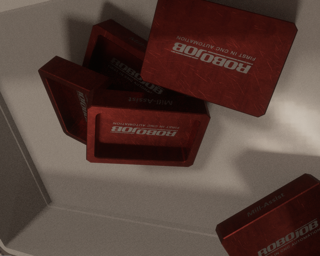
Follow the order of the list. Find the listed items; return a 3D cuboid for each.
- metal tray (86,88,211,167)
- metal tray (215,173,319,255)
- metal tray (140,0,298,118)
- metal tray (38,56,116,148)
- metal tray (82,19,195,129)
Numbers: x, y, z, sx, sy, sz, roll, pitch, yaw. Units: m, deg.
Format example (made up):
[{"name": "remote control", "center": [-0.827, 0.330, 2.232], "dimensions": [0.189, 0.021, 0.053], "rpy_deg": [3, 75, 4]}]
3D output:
[{"name": "metal tray", "center": [-0.017, 0.003, 0.360], "dimensions": [0.131, 0.030, 0.089], "rpy_deg": [4, 133, -10]}, {"name": "metal tray", "center": [0.144, 0.124, 0.363], "dimensions": [0.130, 0.030, 0.090], "rpy_deg": [-32, 103, 3]}, {"name": "metal tray", "center": [0.054, -0.074, 0.308], "dimensions": [0.131, 0.030, 0.089], "rpy_deg": [19, 109, 11]}, {"name": "metal tray", "center": [-0.099, -0.024, 0.410], "dimensions": [0.090, 0.030, 0.129], "rpy_deg": [24, 146, 19]}, {"name": "metal tray", "center": [-0.031, -0.061, 0.382], "dimensions": [0.130, 0.030, 0.089], "rpy_deg": [33, 129, 6]}]
